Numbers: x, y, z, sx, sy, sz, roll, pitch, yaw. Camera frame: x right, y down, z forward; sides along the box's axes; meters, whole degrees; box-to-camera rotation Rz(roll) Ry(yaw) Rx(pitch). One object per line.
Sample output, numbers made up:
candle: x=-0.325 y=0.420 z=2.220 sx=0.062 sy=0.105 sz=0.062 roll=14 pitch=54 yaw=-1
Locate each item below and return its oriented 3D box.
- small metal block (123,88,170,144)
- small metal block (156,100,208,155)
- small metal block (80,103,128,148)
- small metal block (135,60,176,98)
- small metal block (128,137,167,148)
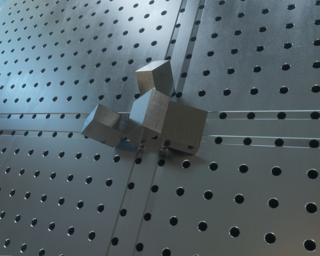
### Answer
small metal block: x=-0.017 y=-0.014 z=0.379 sx=0.050 sy=0.025 sz=0.050 roll=-27 pitch=43 yaw=55
small metal block: x=0.027 y=0.000 z=0.381 sx=0.050 sy=0.025 sz=0.050 roll=16 pitch=66 yaw=1
small metal block: x=-0.072 y=-0.002 z=0.419 sx=0.050 sy=0.050 sz=0.025 roll=-37 pitch=34 yaw=51
small metal block: x=-0.005 y=-0.060 z=0.419 sx=0.025 sy=0.050 sz=0.050 roll=3 pitch=27 yaw=30
small metal block: x=-0.011 y=-0.003 z=0.417 sx=0.050 sy=0.025 sz=0.050 roll=3 pitch=63 yaw=29
